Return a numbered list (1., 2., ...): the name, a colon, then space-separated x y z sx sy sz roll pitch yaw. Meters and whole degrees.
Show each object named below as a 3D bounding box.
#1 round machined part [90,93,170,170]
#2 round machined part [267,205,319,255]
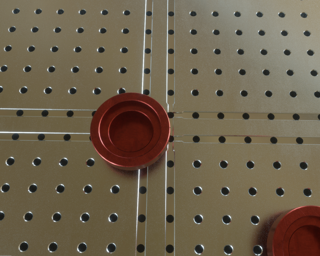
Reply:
1. round machined part: -0.036 0.007 0.400 0.099 0.042 0.098 0 70 0
2. round machined part: 0.171 0.140 0.352 0.099 0.042 0.098 0 70 0
